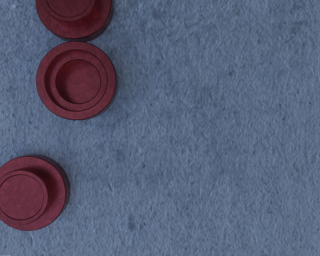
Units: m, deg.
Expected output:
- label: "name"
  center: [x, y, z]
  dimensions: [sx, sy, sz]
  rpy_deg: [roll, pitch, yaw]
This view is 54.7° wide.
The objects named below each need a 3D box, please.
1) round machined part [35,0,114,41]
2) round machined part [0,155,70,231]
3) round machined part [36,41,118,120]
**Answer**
- label: "round machined part"
  center: [-0.112, -0.164, 0.400]
  dimensions: [0.099, 0.042, 0.097]
  rpy_deg: [0, 90, -1]
- label: "round machined part"
  center: [-0.171, 0.085, 0.399]
  dimensions: [0.099, 0.042, 0.097]
  rpy_deg: [0, 90, -1]
- label: "round machined part"
  center: [-0.103, -0.058, 0.400]
  dimensions: [0.099, 0.042, 0.097]
  rpy_deg: [0, 90, -1]
